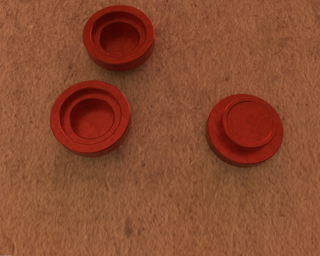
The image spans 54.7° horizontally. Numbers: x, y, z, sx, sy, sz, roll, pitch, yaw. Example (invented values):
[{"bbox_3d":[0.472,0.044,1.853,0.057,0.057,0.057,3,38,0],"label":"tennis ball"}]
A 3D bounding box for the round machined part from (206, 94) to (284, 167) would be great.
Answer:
[{"bbox_3d":[0.111,-0.001,0.401,0.099,0.042,0.098,0,70,-1],"label":"round machined part"}]

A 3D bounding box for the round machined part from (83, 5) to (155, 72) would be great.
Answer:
[{"bbox_3d":[-0.057,-0.123,0.443,0.099,0.042,0.098,0,70,-1],"label":"round machined part"}]

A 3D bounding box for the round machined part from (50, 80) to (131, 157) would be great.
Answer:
[{"bbox_3d":[-0.086,-0.009,0.401,0.099,0.042,0.098,0,70,-1],"label":"round machined part"}]
